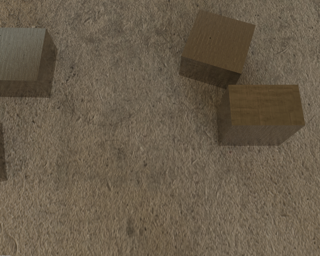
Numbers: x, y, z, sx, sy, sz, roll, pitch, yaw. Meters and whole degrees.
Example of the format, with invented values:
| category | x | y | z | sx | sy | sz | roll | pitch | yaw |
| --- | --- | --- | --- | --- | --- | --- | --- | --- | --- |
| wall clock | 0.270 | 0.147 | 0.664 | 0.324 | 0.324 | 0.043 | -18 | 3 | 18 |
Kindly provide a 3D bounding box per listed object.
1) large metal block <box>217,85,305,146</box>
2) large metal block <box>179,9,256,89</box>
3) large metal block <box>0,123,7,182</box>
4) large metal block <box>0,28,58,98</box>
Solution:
| category | x | y | z | sx | sy | sz | roll | pitch | yaw |
| --- | --- | --- | --- | --- | --- | --- | --- | --- | --- |
| large metal block | 0.119 | -0.013 | 0.384 | 0.081 | 0.080 | 0.050 | 0 | 70 | 0 |
| large metal block | 0.079 | -0.108 | 0.435 | 0.080 | 0.050 | 0.080 | 18 | 71 | 6 |
| large metal block | -0.244 | 0.032 | 0.381 | 0.081 | 0.050 | 0.080 | -14 | 71 | -5 |
| large metal block | -0.194 | -0.089 | 0.426 | 0.081 | 0.050 | 0.080 | 1 | 70 | 0 |
